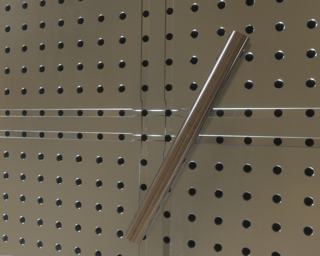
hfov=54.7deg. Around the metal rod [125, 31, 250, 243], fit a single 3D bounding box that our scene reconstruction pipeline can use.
[{"bbox_3d":[0.031,0.019,0.400,0.025,0.025,0.298,30,99,17],"label":"metal rod"}]
